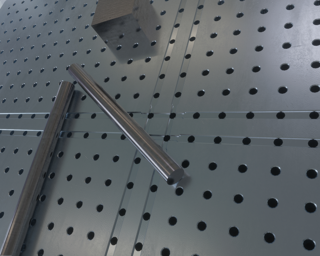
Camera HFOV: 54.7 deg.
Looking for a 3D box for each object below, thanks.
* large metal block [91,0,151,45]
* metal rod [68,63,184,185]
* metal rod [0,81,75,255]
[{"bbox_3d":[-0.067,-0.203,0.552,0.080,0.050,0.080,-7,58,24],"label":"large metal block"},{"bbox_3d":[-0.066,-0.023,0.457,0.025,0.025,0.300,-44,51,-3],"label":"metal rod"},{"bbox_3d":[-0.181,0.057,0.467,0.025,0.025,0.299,-5,59,25],"label":"metal rod"}]
